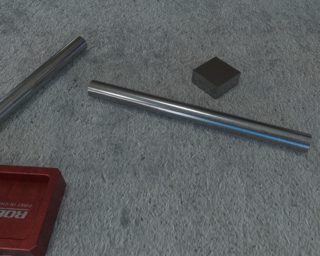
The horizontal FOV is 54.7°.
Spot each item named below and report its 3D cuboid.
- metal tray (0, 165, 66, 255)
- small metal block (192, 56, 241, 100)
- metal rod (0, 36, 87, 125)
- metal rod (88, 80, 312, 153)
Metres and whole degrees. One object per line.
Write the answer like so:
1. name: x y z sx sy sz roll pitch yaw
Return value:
1. metal tray: -0.177 0.084 0.326 0.131 0.030 0.090 3 50 2
2. small metal block: 0.084 -0.077 0.469 0.050 0.025 0.050 -34 58 -25
3. metal rod: -0.202 -0.042 0.435 0.025 0.025 0.301 22 53 17
4. metal rod: 0.044 -0.019 0.419 0.301 0.025 0.025 15 52 12
